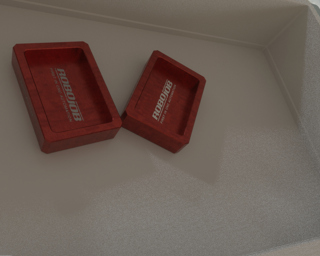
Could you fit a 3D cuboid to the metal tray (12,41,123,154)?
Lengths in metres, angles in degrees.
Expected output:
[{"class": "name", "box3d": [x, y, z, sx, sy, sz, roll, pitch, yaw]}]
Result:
[{"class": "metal tray", "box3d": [-0.111, -0.042, 0.367, 0.091, 0.030, 0.130, -13, 69, -34]}]

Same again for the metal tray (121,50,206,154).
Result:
[{"class": "metal tray", "box3d": [0.008, -0.040, 0.430, 0.090, 0.030, 0.130, 28, 52, -11]}]
